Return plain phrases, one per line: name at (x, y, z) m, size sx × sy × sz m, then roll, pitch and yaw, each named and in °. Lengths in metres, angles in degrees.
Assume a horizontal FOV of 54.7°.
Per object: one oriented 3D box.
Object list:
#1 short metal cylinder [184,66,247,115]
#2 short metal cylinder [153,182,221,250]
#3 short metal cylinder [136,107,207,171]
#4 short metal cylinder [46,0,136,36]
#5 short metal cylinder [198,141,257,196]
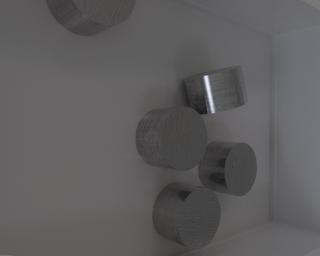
short metal cylinder at (0.078, -0.054, 0.436) m, size 0.081 × 0.080 × 0.050 m, roll -23°, pitch 105°, yaw -38°
short metal cylinder at (0.037, 0.117, 0.421) m, size 0.081 × 0.050 × 0.080 m, roll 0°, pitch 90°, yaw -40°
short metal cylinder at (0.016, 0.013, 0.403) m, size 0.081 × 0.050 × 0.080 m, roll 0°, pitch 90°, yaw -40°
short metal cylinder at (-0.073, -0.144, 0.328) m, size 0.081 × 0.050 × 0.080 m, roll 0°, pitch 90°, yaw -40°
short metal cylinder at (0.105, 0.061, 0.478) m, size 0.081 × 0.050 × 0.080 m, roll 0°, pitch 90°, yaw -40°
